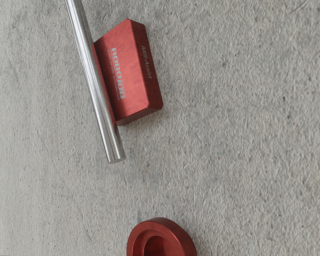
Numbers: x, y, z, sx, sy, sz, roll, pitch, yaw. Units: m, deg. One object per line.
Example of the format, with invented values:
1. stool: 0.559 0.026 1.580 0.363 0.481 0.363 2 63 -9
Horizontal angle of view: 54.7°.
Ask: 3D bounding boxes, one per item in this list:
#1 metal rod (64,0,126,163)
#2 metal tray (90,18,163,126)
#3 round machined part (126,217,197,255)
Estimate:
1. metal rod: -0.101 -0.094 0.448 0.025 0.025 0.299 -28 72 36
2. metal tray: -0.051 -0.076 0.444 0.090 0.030 0.129 -21 77 38
3. round machined part: 0.007 0.161 0.388 0.098 0.042 0.097 0 90 40
